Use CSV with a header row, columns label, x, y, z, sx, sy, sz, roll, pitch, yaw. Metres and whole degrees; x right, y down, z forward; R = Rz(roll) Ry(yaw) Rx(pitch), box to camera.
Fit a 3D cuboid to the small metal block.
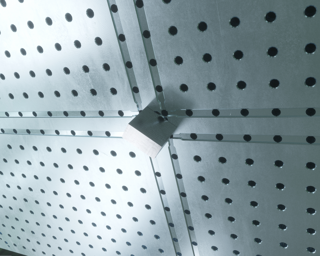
label,x,y,z,sx,sy,sz,roll,pitch,yaw
small metal block,-0.013,0.005,0.403,0.050,0.050,0.025,35,129,5
